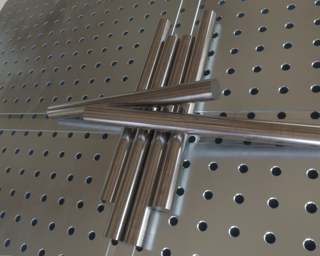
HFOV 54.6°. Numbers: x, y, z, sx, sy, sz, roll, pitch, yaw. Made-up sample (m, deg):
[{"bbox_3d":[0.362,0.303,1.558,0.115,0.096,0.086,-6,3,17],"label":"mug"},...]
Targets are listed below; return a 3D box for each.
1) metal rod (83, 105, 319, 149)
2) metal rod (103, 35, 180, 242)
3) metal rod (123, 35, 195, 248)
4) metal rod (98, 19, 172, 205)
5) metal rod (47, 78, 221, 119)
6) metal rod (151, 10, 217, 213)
[{"bbox_3d":[0.044,-0.004,0.362,0.301,0.025,0.025,6,65,21],"label":"metal rod"},{"bbox_3d":[-0.017,-0.003,0.419,0.025,0.025,0.300,2,62,29],"label":"metal rod"},{"bbox_3d":[0.007,-0.001,0.407,0.025,0.025,0.300,1,62,29],"label":"metal rod"},{"bbox_3d":[-0.029,-0.039,0.447,0.025,0.025,0.300,1,62,29],"label":"metal rod"},{"bbox_3d":[-0.058,-0.035,0.432,0.300,0.025,0.025,-4,60,36],"label":"metal rod"},{"bbox_3d":[0.039,-0.040,0.412,0.025,0.025,0.300,1,62,29],"label":"metal rod"}]
